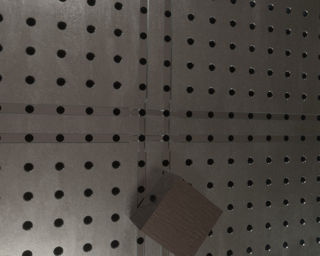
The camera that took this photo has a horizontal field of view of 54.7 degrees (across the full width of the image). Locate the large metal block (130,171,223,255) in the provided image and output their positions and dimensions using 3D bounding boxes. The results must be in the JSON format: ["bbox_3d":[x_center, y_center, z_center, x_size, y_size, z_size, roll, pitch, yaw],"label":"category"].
[{"bbox_3d":[0.021,0.115,0.409,0.080,0.050,0.080,41,77,-16],"label":"large metal block"}]
